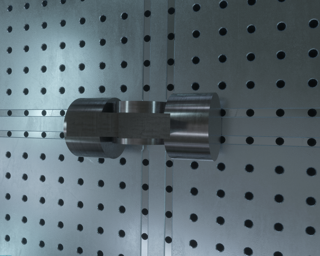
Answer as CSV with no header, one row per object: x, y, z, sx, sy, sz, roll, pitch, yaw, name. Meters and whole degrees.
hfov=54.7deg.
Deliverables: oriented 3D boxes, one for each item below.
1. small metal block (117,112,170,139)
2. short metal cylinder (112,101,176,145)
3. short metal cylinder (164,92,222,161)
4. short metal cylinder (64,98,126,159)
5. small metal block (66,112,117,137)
-0.019,-0.003,0.324,0.050,0.050,0.025,1,91,-11,small metal block
-0.020,-0.006,0.390,0.080,0.080,0.050,1,91,20,short metal cylinder
0.041,-0.002,0.368,0.050,0.080,0.079,1,90,21,short metal cylinder
-0.082,0.000,0.412,0.050,0.080,0.079,1,91,20,short metal cylinder
-0.074,-0.004,0.339,0.050,0.050,0.025,1,91,-12,small metal block
